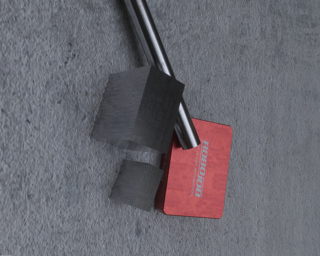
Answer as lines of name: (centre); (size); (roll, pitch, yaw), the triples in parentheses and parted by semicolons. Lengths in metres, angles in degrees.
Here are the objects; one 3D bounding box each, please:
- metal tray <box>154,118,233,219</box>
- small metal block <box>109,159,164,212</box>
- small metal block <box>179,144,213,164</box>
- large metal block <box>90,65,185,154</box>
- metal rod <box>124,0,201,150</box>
metal tray: (0.048, 0.054, 0.426); (0.091, 0.030, 0.129); (11, 83, -22)
small metal block: (-0.028, 0.067, 0.367); (0.025, 0.050, 0.050); (32, 70, -36)
small metal block: (0.059, 0.039, 0.457); (0.050, 0.025, 0.050); (-51, 121, -28)
large metal block: (-0.026, -0.018, 0.348); (0.050, 0.080, 0.080); (24, 75, -38)
metal rod: (-0.015, -0.114, 0.371); (0.025, 0.025, 0.299); (-29, 101, -37)
